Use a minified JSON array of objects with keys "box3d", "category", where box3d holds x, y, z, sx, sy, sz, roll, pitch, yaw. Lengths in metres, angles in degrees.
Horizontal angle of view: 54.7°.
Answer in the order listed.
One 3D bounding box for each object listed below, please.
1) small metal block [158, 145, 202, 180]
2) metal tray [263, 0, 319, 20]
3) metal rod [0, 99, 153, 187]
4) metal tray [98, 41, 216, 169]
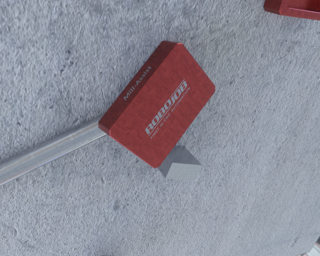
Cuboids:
[{"box3d":[0.022,0.047,0.433,0.050,0.050,0.025,9,114,-33],"category":"small metal block"},{"box3d":[0.190,-0.205,0.382,0.091,0.030,0.129,-4,121,-27],"category":"metal tray"},{"box3d":[-0.125,0.025,0.354,0.302,0.025,0.025,-27,128,-12],"category":"metal rod"},{"box3d":[0.001,-0.027,0.371,0.130,0.030,0.090,-53,130,-7],"category":"metal tray"}]
